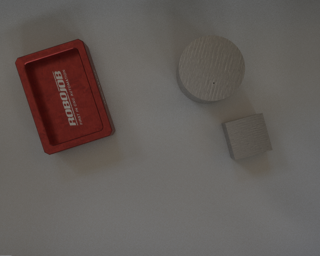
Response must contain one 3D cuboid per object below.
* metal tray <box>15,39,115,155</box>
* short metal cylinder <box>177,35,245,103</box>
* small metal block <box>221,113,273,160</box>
[{"bbox_3d":[-0.122,-0.040,0.407,0.090,0.030,0.129,-18,90,-1],"label":"metal tray"},{"bbox_3d":[0.063,-0.073,0.400,0.081,0.050,0.079,0,90,-1],"label":"short metal cylinder"},{"bbox_3d":[0.115,0.011,0.413,0.050,0.025,0.050,-15,90,-1],"label":"small metal block"}]
